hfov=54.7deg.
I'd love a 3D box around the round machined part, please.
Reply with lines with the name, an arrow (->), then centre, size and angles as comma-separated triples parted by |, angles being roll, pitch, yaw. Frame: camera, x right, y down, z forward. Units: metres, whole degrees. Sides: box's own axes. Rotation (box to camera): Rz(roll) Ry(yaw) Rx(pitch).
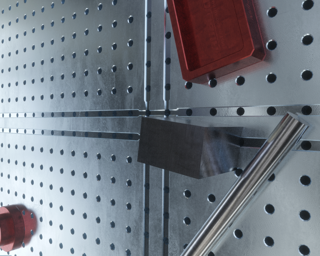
round machined part -> -0.340, 0.220, 0.674 | 0.098, 0.042, 0.097 | 0, 90, 39

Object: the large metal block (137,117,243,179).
large metal block -> 0.034, 0.018, 0.344 | 0.080, 0.081, 0.050 | 11, 97, 39

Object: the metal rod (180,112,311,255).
metal rod -> 0.065, 0.111, 0.354 | 0.025, 0.025, 0.298 | 44, 116, 31

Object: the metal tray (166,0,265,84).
metal tray -> 0.058, -0.126, 0.356 | 0.090, 0.030, 0.129 | -17, 79, 38
